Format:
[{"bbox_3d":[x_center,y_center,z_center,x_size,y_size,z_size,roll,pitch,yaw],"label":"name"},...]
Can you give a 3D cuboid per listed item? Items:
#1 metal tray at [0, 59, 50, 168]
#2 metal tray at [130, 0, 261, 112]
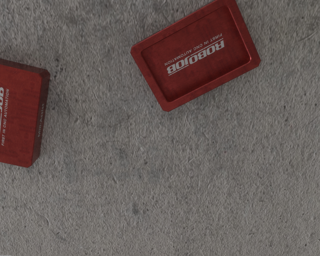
[{"bbox_3d":[-0.199,-0.020,0.398,0.091,0.030,0.129,13,110,-5],"label":"metal tray"},{"bbox_3d":[0.042,-0.088,0.374,0.130,0.030,0.090,-27,108,9],"label":"metal tray"}]
